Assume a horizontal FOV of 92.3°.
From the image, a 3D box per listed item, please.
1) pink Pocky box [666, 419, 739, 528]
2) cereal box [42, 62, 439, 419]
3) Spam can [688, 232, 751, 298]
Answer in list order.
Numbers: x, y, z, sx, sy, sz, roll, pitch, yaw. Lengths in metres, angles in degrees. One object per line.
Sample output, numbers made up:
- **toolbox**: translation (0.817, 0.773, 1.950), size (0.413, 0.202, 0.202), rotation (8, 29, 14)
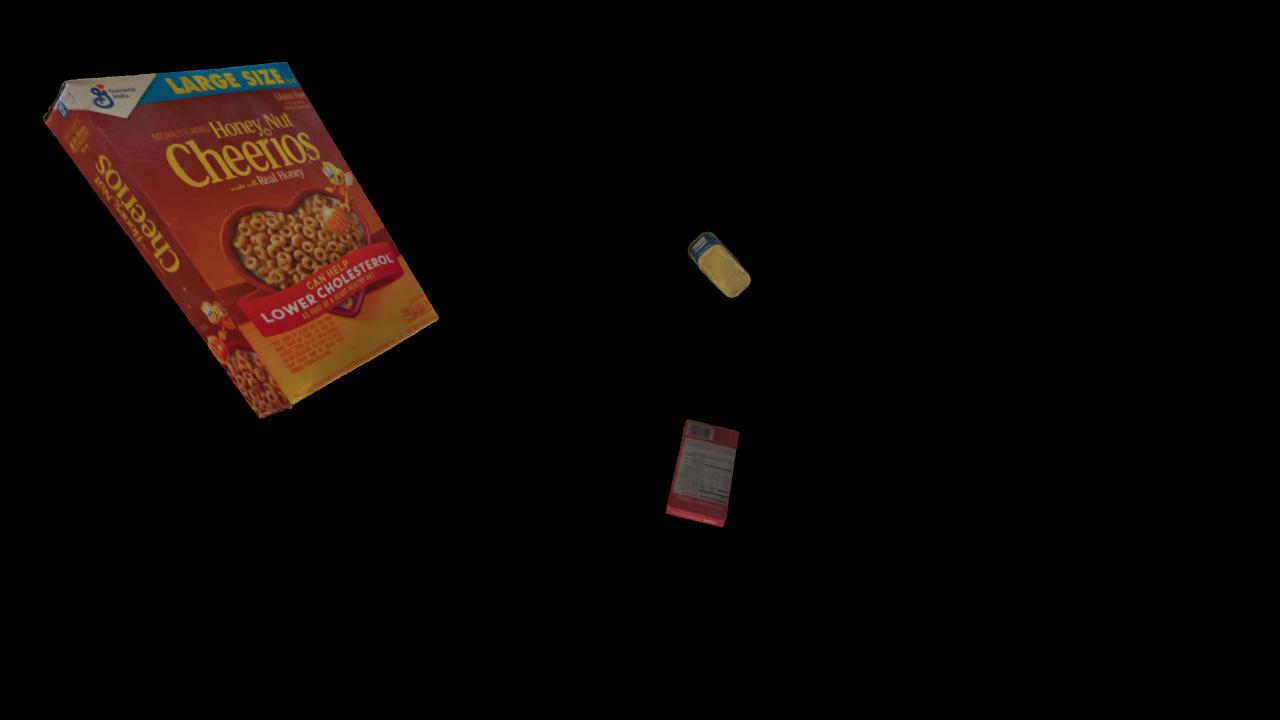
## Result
- **pink Pocky box**: translation (0.093, 0.163, 0.899), size (0.084, 0.155, 0.029), rotation (12, -42, 5)
- **cereal box**: translation (-0.361, -0.125, 0.605), size (0.081, 0.306, 0.203), rotation (-16, 18, 33)
- **Spam can**: translation (0.134, -0.161, 1.042), size (0.101, 0.058, 0.085), rotation (42, 14, -20)
